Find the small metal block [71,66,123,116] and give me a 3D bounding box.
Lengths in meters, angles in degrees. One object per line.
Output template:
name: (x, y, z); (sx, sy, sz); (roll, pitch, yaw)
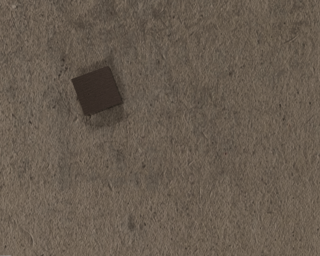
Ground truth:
small metal block: (-0.082, -0.048, 0.409); (0.050, 0.025, 0.050); (-20, 90, -1)
